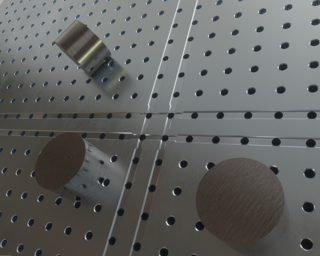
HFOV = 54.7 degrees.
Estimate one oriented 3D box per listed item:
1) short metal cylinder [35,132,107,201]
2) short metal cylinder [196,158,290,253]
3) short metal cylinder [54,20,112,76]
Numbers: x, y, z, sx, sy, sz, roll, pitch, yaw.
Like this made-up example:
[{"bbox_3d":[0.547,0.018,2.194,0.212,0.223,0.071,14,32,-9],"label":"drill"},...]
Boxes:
[{"bbox_3d":[-0.120,0.053,0.421,0.080,0.050,0.080,-13,56,20],"label":"short metal cylinder"},{"bbox_3d":[0.081,0.076,0.303,0.080,0.050,0.080,-13,56,20],"label":"short metal cylinder"},{"bbox_3d":[-0.129,-0.133,0.520,0.050,0.080,0.080,-48,52,-5],"label":"short metal cylinder"}]
